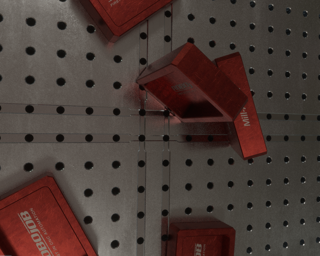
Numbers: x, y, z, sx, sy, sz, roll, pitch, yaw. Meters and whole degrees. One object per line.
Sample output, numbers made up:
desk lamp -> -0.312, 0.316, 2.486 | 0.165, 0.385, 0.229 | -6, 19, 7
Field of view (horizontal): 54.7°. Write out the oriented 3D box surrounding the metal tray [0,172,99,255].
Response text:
metal tray -> -0.138, 0.129, 0.359 | 0.091, 0.030, 0.129 | -29, 100, -18

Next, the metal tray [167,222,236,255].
metal tray -> 0.055, 0.201, 0.431 | 0.091, 0.030, 0.129 | 5, 88, -20

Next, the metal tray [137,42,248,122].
metal tray -> 0.031, -0.046, 0.369 | 0.090, 0.130, 0.030 | 40, 77, -16

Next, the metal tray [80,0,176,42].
metal tray -> -0.035, -0.183, 0.397 | 0.131, 0.030, 0.090 | -40, 103, -16

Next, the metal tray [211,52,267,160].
metal tray -> 0.100, -0.030, 0.414 | 0.030, 0.090, 0.129 | -17, 97, 5
